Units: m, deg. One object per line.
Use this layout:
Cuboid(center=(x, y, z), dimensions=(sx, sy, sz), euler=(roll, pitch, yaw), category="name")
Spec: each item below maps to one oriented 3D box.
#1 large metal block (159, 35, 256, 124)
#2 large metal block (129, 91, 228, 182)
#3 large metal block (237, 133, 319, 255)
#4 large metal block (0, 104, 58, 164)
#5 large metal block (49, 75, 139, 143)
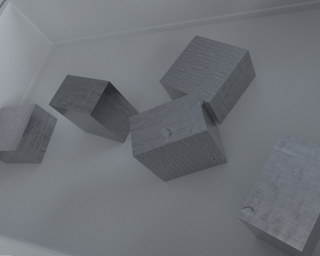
Cuboid(center=(0.061, -0.063, 0.395), dimensions=(0.080, 0.050, 0.080), euler=(30, 78, 37), category="large metal block")
Cuboid(center=(0.022, 0.014, 0.349), dimensions=(0.080, 0.080, 0.050), euler=(-20, 54, 16), category="large metal block")
Cuboid(center=(0.117, 0.064, 0.269), dimensions=(0.050, 0.080, 0.080), euler=(23, 74, 36), category="large metal block")
Cuboid(center=(-0.225, 0.011, 0.498), dimensions=(0.080, 0.050, 0.080), euler=(-3, 60, 26), category="large metal block")
Cuboid(center=(-0.090, -0.026, 0.432), dimensions=(0.080, 0.080, 0.050), euler=(13, 69, 33), category="large metal block")
